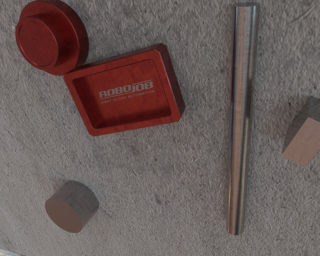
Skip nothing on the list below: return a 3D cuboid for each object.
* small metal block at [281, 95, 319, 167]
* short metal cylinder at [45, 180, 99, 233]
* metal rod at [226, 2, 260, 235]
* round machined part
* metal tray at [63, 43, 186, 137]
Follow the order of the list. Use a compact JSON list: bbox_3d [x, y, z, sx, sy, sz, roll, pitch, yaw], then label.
[{"bbox_3d":[0.150,0.003,0.313,0.025,0.050,0.050,27,128,11],"label":"small metal block"},{"bbox_3d":[-0.159,0.143,0.563,0.080,0.050,0.079,13,124,21],"label":"short metal cylinder"},{"bbox_3d":[0.094,0.013,0.365,0.025,0.025,0.298,9,122,23],"label":"metal rod"},{"bbox_3d":[-0.146,-0.114,0.402,0.098,0.042,0.097,13,124,21],"label":"round machined part"},{"bbox_3d":[-0.044,-0.044,0.385,0.130,0.030,0.090,-10,114,22],"label":"metal tray"}]
